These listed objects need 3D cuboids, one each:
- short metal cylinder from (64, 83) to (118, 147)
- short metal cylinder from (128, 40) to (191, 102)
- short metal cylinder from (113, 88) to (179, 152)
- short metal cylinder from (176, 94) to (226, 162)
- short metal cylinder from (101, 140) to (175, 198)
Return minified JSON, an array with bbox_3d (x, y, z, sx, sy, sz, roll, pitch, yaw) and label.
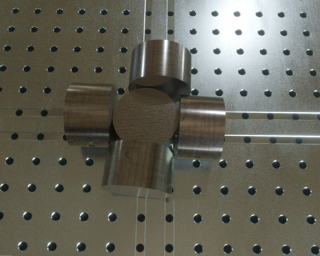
[{"bbox_3d":[-0.083,-0.016,0.387,0.050,0.080,0.080,2,70,0],"label":"short metal cylinder"},{"bbox_3d":[0.001,-0.071,0.408,0.080,0.080,0.050,3,70,1],"label":"short metal cylinder"},{"bbox_3d":[-0.018,-0.005,0.400,0.081,0.050,0.080,1,70,-1],"label":"short metal cylinder"},{"bbox_3d":[0.048,0.000,0.383,0.050,0.080,0.080,4,70,1],"label":"short metal cylinder"},{"bbox_3d":[-0.025,0.050,0.363,0.080,0.080,0.050,6,70,2],"label":"short metal cylinder"}]
